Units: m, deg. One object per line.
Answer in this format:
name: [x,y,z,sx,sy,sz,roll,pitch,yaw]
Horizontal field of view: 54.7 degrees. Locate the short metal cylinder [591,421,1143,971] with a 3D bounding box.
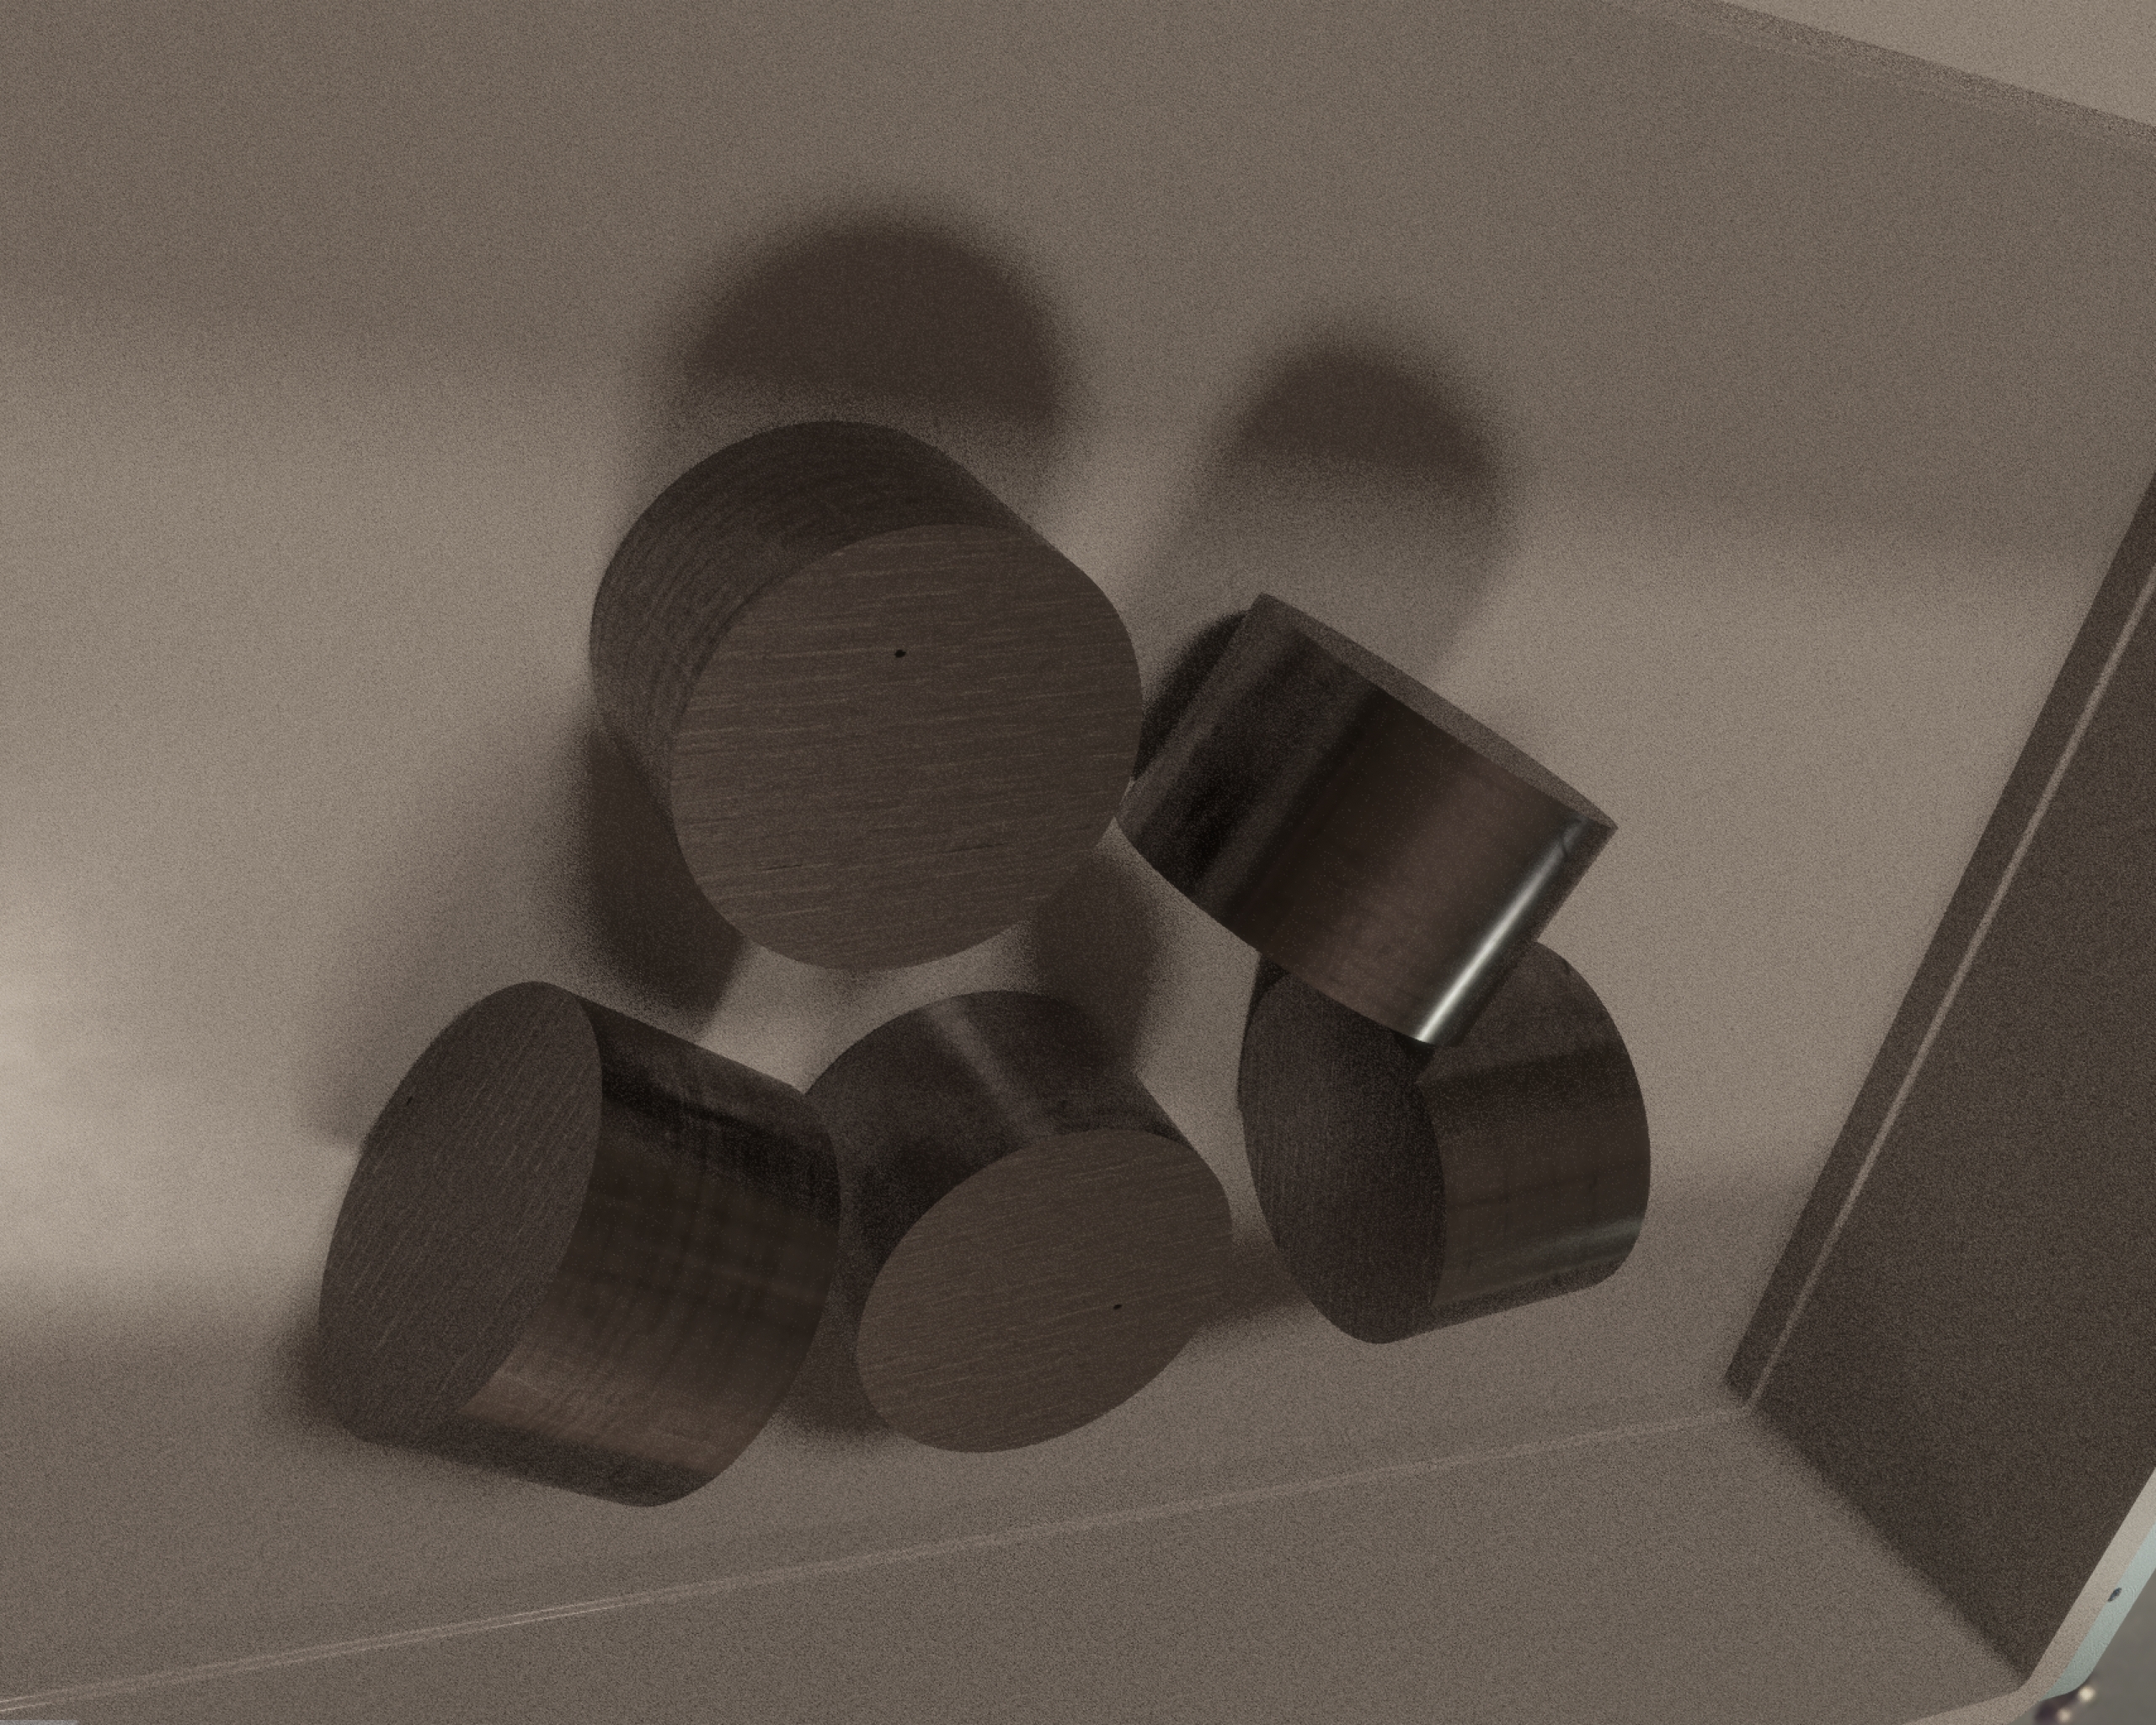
short metal cylinder: [-0.036,-0.029,0.354,0.081,0.050,0.079,-14,125,-21]

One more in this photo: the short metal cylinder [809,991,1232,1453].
short metal cylinder: [-0.016,0.073,0.429,0.081,0.050,0.079,-14,125,-21]

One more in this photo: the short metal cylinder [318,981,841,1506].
short metal cylinder: [-0.087,0.067,0.365,0.050,0.080,0.080,31,101,-38]

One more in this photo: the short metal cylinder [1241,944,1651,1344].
short metal cylinder: [0.077,0.059,0.451,0.050,0.080,0.079,-9,122,-24]

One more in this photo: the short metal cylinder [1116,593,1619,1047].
short metal cylinder: [0.055,-0.009,0.399,0.080,0.080,0.050,24,105,-37]
